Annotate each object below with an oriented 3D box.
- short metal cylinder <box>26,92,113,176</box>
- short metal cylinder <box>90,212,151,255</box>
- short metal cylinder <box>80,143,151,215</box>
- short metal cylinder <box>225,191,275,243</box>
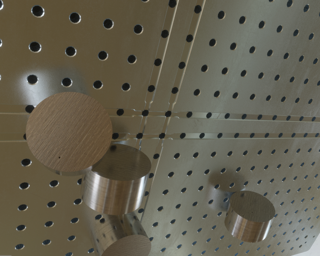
[{"bbox_3d":[-0.093,0.008,0.323,0.081,0.050,0.080,4,75,-14],"label":"short metal cylinder"},{"bbox_3d":[-0.060,0.174,0.471,0.081,0.050,0.079,-14,124,-21],"label":"short metal cylinder"},{"bbox_3d":[-0.055,0.061,0.385,0.081,0.080,0.050,-2,119,-28],"label":"short metal cylinder"},{"bbox_3d":[0.163,0.160,0.567,0.081,0.080,0.050,-8,122,-25],"label":"short metal cylinder"}]
